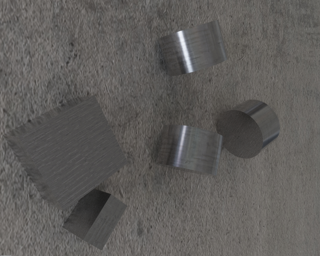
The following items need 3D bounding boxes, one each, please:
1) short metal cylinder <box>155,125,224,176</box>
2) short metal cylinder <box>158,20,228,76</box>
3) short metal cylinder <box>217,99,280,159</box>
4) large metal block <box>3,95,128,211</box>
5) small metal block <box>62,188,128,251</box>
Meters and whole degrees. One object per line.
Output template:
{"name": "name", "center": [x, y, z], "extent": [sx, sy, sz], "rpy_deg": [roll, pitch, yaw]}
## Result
{"name": "short metal cylinder", "center": [0.038, 0.030, 0.401], "extent": [0.080, 0.080, 0.050], "rpy_deg": [19, 78, -39]}
{"name": "short metal cylinder", "center": [0.043, -0.104, 0.405], "extent": [0.081, 0.080, 0.050], "rpy_deg": [-28, 108, -36]}
{"name": "short metal cylinder", "center": [0.137, 0.001, 0.484], "extent": [0.050, 0.080, 0.080], "rpy_deg": [-27, 108, -37]}
{"name": "large metal block", "center": [-0.092, 0.022, 0.311], "extent": [0.080, 0.050, 0.080], "rpy_deg": [-36, 113, -34]}
{"name": "small metal block", "center": [-0.070, 0.094, 0.330], "extent": [0.025, 0.050, 0.050], "rpy_deg": [46, 63, -31]}
